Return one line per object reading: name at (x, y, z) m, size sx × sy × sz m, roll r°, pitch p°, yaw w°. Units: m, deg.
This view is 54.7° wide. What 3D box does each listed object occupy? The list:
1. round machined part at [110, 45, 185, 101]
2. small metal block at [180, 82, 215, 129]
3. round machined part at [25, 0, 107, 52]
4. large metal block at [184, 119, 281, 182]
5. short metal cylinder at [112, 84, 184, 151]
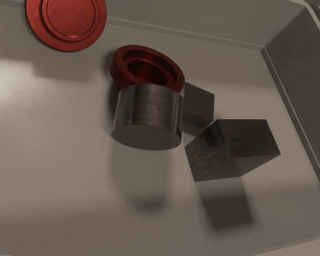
round machined part at (-0.020, -0.065, 0.416) m, size 0.099 × 0.042 × 0.098 m, roll 17°, pitch 41°, yaw -15°
small metal block at (0.051, -0.033, 0.455) m, size 0.050 × 0.025 × 0.050 m, roll 21°, pitch 54°, yaw -16°
round machined part at (-0.114, -0.144, 0.386) m, size 0.099 × 0.097 × 0.042 m, roll 1°, pitch 20°, yaw -28°
large metal block at (0.092, 0.030, 0.404) m, size 0.081 × 0.080 × 0.050 m, roll -1°, pitch 62°, yaw -29°
short metal cylinder at (-0.013, -0.010, 0.366) m, size 0.081 × 0.080 × 0.050 m, roll 15°, pitch 65°, yaw -20°
